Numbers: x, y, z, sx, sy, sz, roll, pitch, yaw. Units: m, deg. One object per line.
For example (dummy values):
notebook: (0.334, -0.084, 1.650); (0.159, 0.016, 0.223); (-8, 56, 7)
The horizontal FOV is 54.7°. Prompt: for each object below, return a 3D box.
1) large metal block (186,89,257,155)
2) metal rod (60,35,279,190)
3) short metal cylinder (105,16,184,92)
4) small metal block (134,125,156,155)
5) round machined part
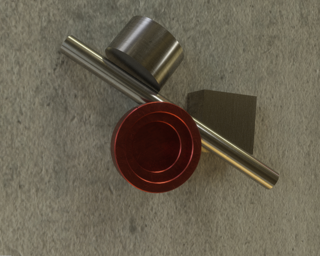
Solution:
large metal block: (0.083, -0.007, 0.429); (0.081, 0.050, 0.080); (5, 89, -20)
metal rod: (0.014, -0.017, 0.377); (0.301, 0.025, 0.025); (33, 79, -3)
short metal cylinder: (-0.018, -0.087, 0.375); (0.080, 0.080, 0.050); (39, 78, -16)
small metal block: (-0.026, 0.008, 0.389); (0.025, 0.050, 0.050); (-2, 91, -20)
round machined part: (-0.007, 0.020, 0.347); (0.099, 0.042, 0.097); (-1, 92, -20)
